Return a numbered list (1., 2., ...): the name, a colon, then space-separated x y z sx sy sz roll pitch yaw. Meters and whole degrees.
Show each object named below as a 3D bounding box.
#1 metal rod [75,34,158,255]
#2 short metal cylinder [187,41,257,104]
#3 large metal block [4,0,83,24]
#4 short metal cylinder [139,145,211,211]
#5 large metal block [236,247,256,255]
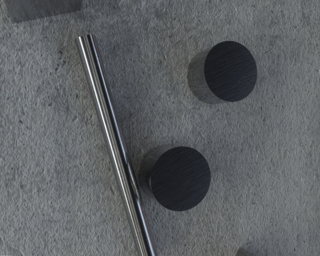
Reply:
1. metal rod: -0.052 0.034 0.390 0.025 0.025 0.298 -17 96 -19
2. short metal cylinder: 0.085 -0.074 0.427 0.081 0.050 0.080 0 90 -20
3. large metal block: -0.129 -0.157 0.332 0.081 0.080 0.050 -19 97 -19
4. short metal cylinder: 0.018 0.062 0.403 0.081 0.050 0.080 0 90 -20
5. large metal block: 0.135 0.227 0.431 0.050 0.080 0.080 31 80 -18
